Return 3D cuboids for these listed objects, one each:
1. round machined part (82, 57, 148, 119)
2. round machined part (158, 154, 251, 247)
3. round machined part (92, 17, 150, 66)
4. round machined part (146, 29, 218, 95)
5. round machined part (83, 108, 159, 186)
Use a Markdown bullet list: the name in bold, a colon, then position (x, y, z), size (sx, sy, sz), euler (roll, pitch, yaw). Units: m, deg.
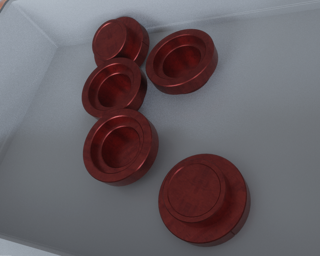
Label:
- **round machined part**: position (-0.062, -0.051, 0.455), size (0.098, 0.042, 0.098), euler (-11, 62, 22)
- **round machined part**: position (0.042, 0.071, 0.329), size (0.098, 0.042, 0.098), euler (-13, 56, 21)
- **round machined part**: position (-0.069, -0.133, 0.496), size (0.098, 0.042, 0.098), euler (-7, 75, 29)
- **round machined part**: position (0.033, -0.086, 0.431), size (0.098, 0.042, 0.098), euler (-13, 56, 21)
- **round machined part**: position (-0.046, 0.027, 0.399), size (0.098, 0.042, 0.098), euler (-10, 62, 21)
